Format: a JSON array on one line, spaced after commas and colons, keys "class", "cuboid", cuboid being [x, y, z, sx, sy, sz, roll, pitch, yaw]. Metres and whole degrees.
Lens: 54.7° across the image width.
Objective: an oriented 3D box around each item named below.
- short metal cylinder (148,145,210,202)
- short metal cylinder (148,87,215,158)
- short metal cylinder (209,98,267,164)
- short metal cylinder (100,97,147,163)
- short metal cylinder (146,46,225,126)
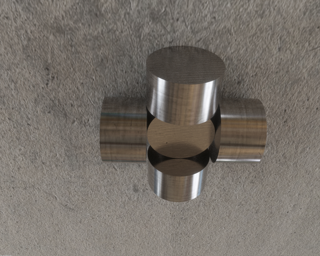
[{"class": "short metal cylinder", "cuboid": [0.024, 0.052, 0.417, 0.081, 0.080, 0.050, 0, 130, -1]}, {"class": "short metal cylinder", "cuboid": [0.025, -0.008, 0.386, 0.081, 0.050, 0.079, 0, 130, 0]}, {"class": "short metal cylinder", "cuboid": [0.090, 0.003, 0.377, 0.050, 0.080, 0.079, 2, 130, -2]}, {"class": "short metal cylinder", "cuboid": [-0.041, 0.002, 0.375, 0.050, 0.080, 0.079, 2, 130, -2]}, {"class": "short metal cylinder", "cuboid": [0.025, -0.047, 0.332, 0.081, 0.080, 0.050, 1, 130, -2]}]
